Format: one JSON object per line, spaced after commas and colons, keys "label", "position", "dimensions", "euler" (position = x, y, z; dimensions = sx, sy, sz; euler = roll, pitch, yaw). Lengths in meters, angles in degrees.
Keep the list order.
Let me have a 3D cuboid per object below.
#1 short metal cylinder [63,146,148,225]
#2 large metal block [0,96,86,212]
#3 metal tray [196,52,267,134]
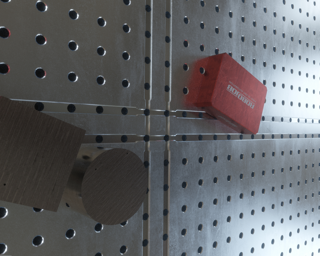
{"label": "short metal cylinder", "position": [-0.061, 0.061, 0.342], "dimensions": [0.081, 0.050, 0.079], "euler": [0, 90, -40]}
{"label": "large metal block", "position": [-0.128, 0.025, 0.286], "dimensions": [0.080, 0.050, 0.080], "euler": [27, 73, -37]}
{"label": "metal tray", "position": [0.122, -0.052, 0.508], "dimensions": [0.131, 0.030, 0.090], "euler": [27, 73, -37]}
